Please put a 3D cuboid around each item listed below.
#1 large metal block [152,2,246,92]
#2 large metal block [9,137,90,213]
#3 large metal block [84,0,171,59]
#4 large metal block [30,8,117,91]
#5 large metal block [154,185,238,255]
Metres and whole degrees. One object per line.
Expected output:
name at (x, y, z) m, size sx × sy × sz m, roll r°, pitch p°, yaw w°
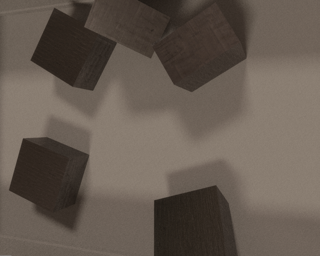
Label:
large metal block at (0.050, -0.088, 0.363) m, size 0.080 × 0.080 × 0.050 m, roll -31°, pitch 80°, yaw 17°
large metal block at (-0.161, 0.065, 0.452) m, size 0.080 × 0.050 × 0.080 m, roll 20°, pitch 96°, yaw 18°
large metal block at (-0.038, -0.131, 0.374) m, size 0.080 × 0.080 × 0.050 m, roll 23°, pitch 110°, yaw -14°
large metal block at (-0.121, -0.109, 0.438) m, size 0.080 × 0.050 × 0.080 m, roll 32°, pitch 100°, yaw 17°
large metal block at (0.040, 0.123, 0.362) m, size 0.080 × 0.050 × 0.080 m, roll -18°, pitch 46°, yaw 18°
